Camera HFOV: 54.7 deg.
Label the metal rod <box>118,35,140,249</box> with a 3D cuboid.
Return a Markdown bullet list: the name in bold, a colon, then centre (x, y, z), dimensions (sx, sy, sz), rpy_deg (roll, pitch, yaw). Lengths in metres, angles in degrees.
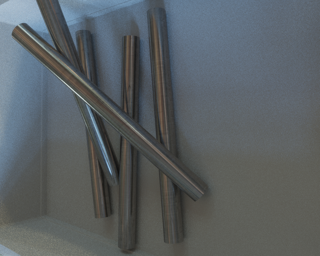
- **metal rod**: centre (-0.044, 0.021, 0.443), dimensions (0.025, 0.025, 0.298), rpy_deg (2, 91, 40)

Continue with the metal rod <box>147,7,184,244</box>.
- **metal rod**: centre (0.006, -0.006, 0.401), dimensions (0.025, 0.025, 0.298), rpy_deg (-7, 85, 40)

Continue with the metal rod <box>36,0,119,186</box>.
- **metal rod**: centre (-0.107, -0.055, 0.417), dimensions (0.025, 0.025, 0.298), rpy_deg (-1, 114, 40)

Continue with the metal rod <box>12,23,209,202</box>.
- **metal rod**: centre (-0.063, -0.021, 0.378), dimensions (0.300, 0.025, 0.025), rpy_deg (42, 118, 3)

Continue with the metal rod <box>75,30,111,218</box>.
- **metal rod**: centre (-0.107, -0.010, 0.495), dimensions (0.025, 0.025, 0.298), rpy_deg (-13, 82, 39)
